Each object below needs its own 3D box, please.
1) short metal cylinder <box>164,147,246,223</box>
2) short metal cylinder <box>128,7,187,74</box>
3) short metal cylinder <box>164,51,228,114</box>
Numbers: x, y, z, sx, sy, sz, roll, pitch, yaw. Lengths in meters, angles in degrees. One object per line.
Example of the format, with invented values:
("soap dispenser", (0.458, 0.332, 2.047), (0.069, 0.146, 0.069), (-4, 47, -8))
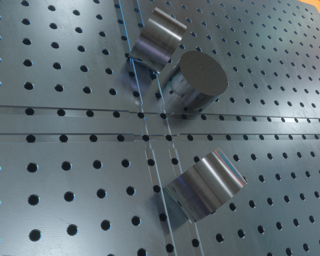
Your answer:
("short metal cylinder", (0.052, 0.066, 0.363), (0.081, 0.080, 0.050), (-30, 79, -38))
("short metal cylinder", (-0.004, -0.126, 0.449), (0.050, 0.080, 0.080), (29, 52, -10))
("short metal cylinder", (0.053, -0.068, 0.464), (0.081, 0.050, 0.080), (14, 56, -21))
